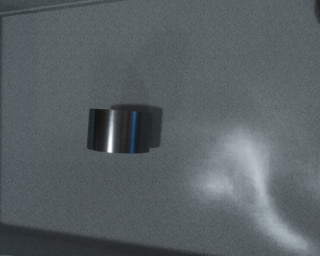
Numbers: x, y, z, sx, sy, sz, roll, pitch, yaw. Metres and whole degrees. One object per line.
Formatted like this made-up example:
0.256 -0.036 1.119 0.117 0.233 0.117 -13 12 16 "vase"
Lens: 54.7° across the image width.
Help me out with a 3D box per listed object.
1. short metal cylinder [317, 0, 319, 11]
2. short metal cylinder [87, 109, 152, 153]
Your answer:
0.207 -0.134 0.313 0.080 0.050 0.080 0 90 36 "short metal cylinder"
-0.052 0.003 0.399 0.080 0.080 0.050 5 92 20 "short metal cylinder"
